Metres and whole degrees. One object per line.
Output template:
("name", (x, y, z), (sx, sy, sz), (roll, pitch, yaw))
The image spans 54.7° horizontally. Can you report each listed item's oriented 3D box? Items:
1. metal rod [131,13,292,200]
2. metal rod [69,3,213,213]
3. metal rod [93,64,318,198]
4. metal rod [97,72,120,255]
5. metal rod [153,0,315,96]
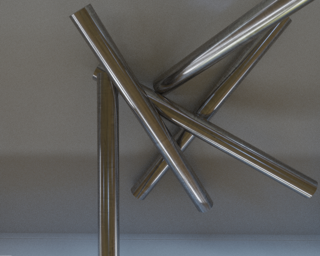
("metal rod", (0.057, -0.019, 0.405), (0.025, 0.025, 0.299), (34, 106, -12))
("metal rod", (-0.008, -0.003, 0.372), (0.025, 0.025, 0.299), (-28, 117, 9))
("metal rod", (0.054, 0.002, 0.383), (0.301, 0.025, 0.025), (29, 108, 1))
("metal rod", (-0.060, 0.086, 0.360), (0.025, 0.025, 0.298), (0, 91, -1))
("metal rod", (0.091, -0.100, 0.286), (0.025, 0.025, 0.299), (45, 139, -15))
